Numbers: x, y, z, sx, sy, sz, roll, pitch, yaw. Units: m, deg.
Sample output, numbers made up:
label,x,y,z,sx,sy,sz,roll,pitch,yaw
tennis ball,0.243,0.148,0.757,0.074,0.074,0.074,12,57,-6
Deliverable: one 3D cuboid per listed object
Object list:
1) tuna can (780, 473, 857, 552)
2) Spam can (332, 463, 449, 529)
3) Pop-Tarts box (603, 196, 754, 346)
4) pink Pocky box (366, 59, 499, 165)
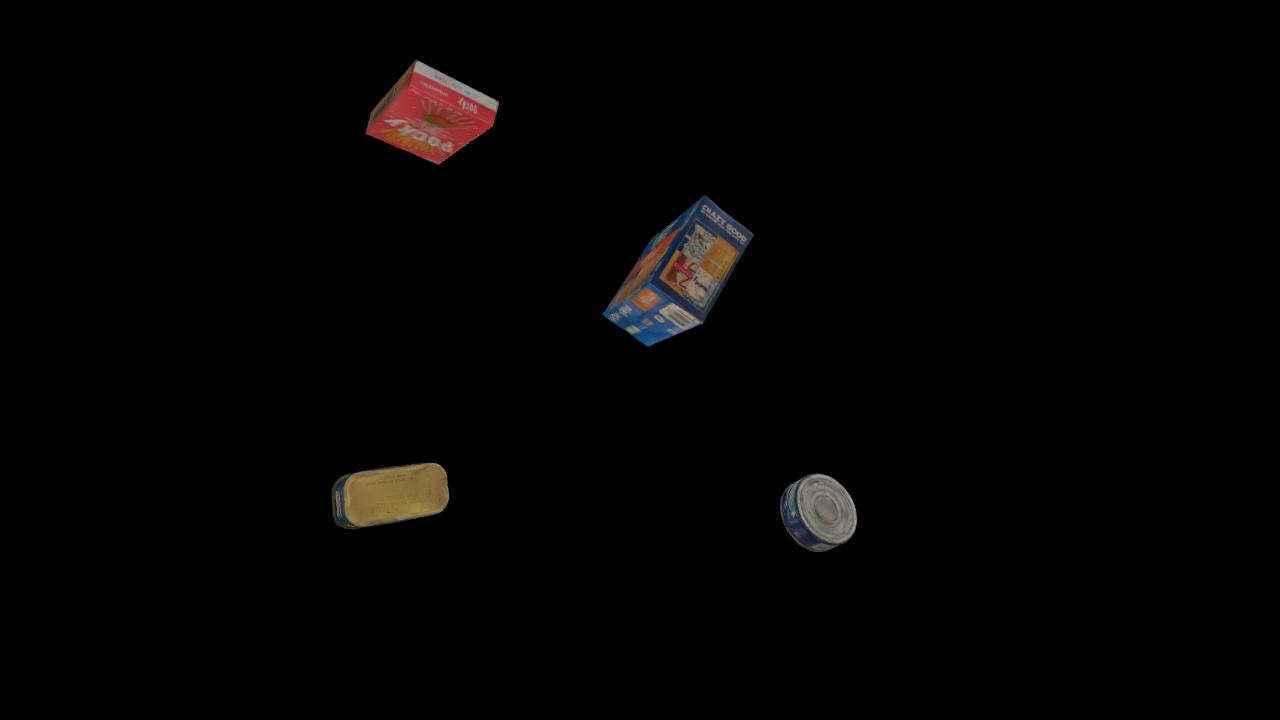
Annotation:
label,x,y,z,sx,sy,sz,roll,pitch,yaw
tuna can,0.205,0.174,0.705,0.084,0.084,0.034,0,-29,-24
Spam can,-0.255,0.138,0.629,0.101,0.058,0.085,-3,-10,-32
Pop-Tarts box,0.043,-0.107,0.790,0.083,0.141,0.167,36,-19,-14
pink Pocky box,-0.215,-0.245,0.626,0.084,0.029,0.155,16,-9,-37
